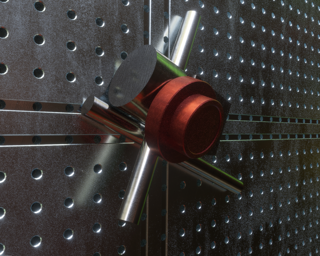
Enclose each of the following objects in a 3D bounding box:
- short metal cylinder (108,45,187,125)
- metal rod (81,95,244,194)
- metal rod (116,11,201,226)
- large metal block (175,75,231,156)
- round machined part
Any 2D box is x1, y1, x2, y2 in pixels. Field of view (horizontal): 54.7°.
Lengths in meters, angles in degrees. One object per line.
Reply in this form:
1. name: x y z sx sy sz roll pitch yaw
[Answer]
1. short metal cylinder: -0.015 -0.049 0.362 0.050 0.080 0.080 32 70 -36
2. metal rod: 0.025 0.037 0.431 0.301 0.025 0.025 31 71 -36
3. metal rod: 0.006 -0.030 0.391 0.025 0.025 0.300 35 61 -35
4. large metal block: 0.045 -0.015 0.428 0.080 0.050 0.080 32 70 -36
5. round machined part: 0.034 -0.005 0.343 0.099 0.042 0.097 -24 127 -37
